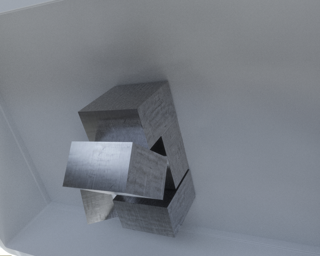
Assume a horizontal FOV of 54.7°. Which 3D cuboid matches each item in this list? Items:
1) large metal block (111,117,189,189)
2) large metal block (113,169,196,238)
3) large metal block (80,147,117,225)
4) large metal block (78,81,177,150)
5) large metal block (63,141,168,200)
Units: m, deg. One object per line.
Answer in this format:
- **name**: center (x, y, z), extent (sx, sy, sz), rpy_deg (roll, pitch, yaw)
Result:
- **large metal block**: center (-0.014, 0.032, 0.419), extent (0.080, 0.050, 0.080), rpy_deg (-1, 118, 28)
- **large metal block**: center (-0.005, 0.098, 0.432), extent (0.080, 0.080, 0.050), rpy_deg (1, 119, 27)
- **large metal block**: center (-0.092, 0.079, 0.456), extent (0.050, 0.080, 0.079), rpy_deg (-11, 123, -15)
- **large metal block**: center (-0.036, -0.016, 0.378), extent (0.080, 0.080, 0.050), rpy_deg (-1, 118, 28)
- **large metal block**: center (-0.047, 0.049, 0.352), extent (0.080, 0.080, 0.050), rpy_deg (-1, 73, 28)
